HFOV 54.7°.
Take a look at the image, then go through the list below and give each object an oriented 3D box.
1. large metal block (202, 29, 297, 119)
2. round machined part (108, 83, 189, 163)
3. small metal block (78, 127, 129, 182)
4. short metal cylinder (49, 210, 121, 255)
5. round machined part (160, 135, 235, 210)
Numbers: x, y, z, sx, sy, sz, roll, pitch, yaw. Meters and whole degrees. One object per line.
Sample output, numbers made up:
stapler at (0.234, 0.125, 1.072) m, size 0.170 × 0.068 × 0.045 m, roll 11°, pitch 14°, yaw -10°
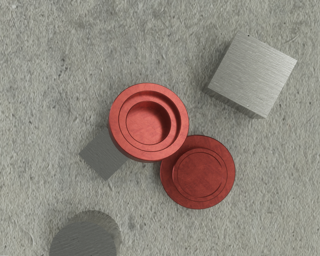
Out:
large metal block at (0.112, -0.065, 0.399) m, size 0.080 × 0.050 × 0.080 m, roll 28°, pitch 90°, yaw -1°
round machined part at (-0.016, -0.004, 0.392) m, size 0.099 × 0.042 × 0.098 m, roll 4°, pitch 75°, yaw -14°
small metal block at (-0.069, 0.033, 0.409) m, size 0.050 × 0.025 × 0.050 m, roll -45°, pitch 91°, yaw 0°
short metal cylinder at (-0.093, 0.152, 0.396) m, size 0.081 × 0.050 × 0.079 m, roll 0°, pitch 90°, yaw -1°
round machined part at (0.049, 0.058, 0.402) m, size 0.099 × 0.042 × 0.097 m, roll 0°, pitch 90°, yaw -1°
